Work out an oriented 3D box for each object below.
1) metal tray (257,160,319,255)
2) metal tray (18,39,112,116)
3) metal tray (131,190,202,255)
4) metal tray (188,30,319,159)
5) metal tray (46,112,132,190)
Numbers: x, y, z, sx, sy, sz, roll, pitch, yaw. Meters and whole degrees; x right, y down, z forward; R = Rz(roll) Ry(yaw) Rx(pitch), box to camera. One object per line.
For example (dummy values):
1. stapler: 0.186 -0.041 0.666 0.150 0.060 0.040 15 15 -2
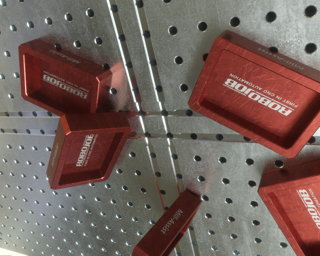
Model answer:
1. metal tray: 0.189 0.105 0.372 0.090 0.030 0.130 -24 106 36
2. metal tray: -0.137 -0.060 0.440 0.130 0.030 0.089 24 127 13
3. metal tray: 0.005 0.156 0.434 0.030 0.131 0.089 32 129 18
4. metal tray: 0.105 -0.035 0.330 0.130 0.030 0.089 28 128 10
5. metal tray: -0.103 0.034 0.440 0.030 0.091 0.129 60 139 32
